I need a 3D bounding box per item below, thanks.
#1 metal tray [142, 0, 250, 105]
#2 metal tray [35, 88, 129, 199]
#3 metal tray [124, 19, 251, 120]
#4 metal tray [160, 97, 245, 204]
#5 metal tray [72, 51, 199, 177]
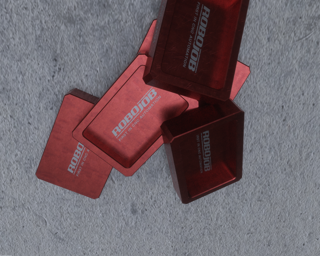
[{"bbox_3d":[0.041,-0.100,0.336,0.091,0.030,0.129,15,82,-17],"label":"metal tray"},{"bbox_3d":[-0.100,0.023,0.415,0.090,0.030,0.129,23,108,-9],"label":"metal tray"},{"bbox_3d":[0.032,-0.066,0.384,0.131,0.030,0.089,25,108,-10],"label":"metal tray"},{"bbox_3d":[0.056,0.033,0.385,0.091,0.030,0.129,-22,134,-10],"label":"metal tray"},{"bbox_3d":[-0.029,-0.015,0.371,0.090,0.030,0.130,40,105,-14],"label":"metal tray"}]
